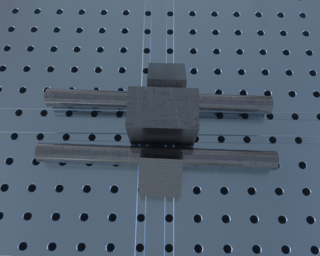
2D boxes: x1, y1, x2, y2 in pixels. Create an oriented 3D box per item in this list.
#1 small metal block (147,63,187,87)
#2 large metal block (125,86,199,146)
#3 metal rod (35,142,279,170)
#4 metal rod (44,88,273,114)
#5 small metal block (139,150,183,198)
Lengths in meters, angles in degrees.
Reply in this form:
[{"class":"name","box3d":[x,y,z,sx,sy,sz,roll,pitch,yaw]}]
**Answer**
[{"class":"small metal block","box3d":[0.009,-0.066,0.420,0.050,0.025,0.050,1,36,0]},{"class":"large metal block","box3d":[0.003,-0.010,0.381,0.081,0.080,0.050,2,70,0]},{"class":"metal rod","box3d":[-0.004,0.036,0.395,0.302,0.025,0.025,2,70,0]},{"class":"metal rod","box3d":[-0.002,-0.036,0.420,0.302,0.025,0.025,2,70,0]},{"class":"small metal block","box3d":[0.001,0.055,0.375,0.050,0.025,0.050,3,108,0]}]
